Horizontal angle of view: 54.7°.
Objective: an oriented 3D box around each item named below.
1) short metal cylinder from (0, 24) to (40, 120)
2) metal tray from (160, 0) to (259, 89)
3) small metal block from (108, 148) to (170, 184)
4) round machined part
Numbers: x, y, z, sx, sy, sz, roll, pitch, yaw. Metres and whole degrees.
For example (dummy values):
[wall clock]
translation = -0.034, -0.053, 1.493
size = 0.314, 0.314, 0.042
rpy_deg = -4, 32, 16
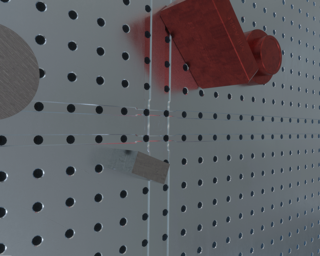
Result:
[short metal cylinder]
translation = -0.153, -0.046, 0.265
size = 0.081, 0.050, 0.079
rpy_deg = 0, 91, -40
[metal tray]
translation = 0.067, -0.118, 0.423
size = 0.030, 0.090, 0.130
rpy_deg = -48, 119, -29
[small metal block]
translation = -0.026, 0.046, 0.372
size = 0.050, 0.050, 0.025
rpy_deg = 27, 73, -37
[round machined part]
translation = 0.180, -0.126, 0.549
size = 0.099, 0.042, 0.097
rpy_deg = 0, 90, -40
